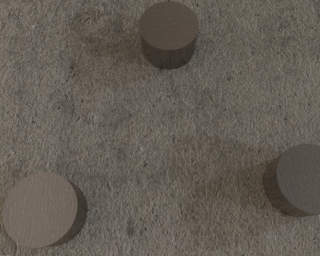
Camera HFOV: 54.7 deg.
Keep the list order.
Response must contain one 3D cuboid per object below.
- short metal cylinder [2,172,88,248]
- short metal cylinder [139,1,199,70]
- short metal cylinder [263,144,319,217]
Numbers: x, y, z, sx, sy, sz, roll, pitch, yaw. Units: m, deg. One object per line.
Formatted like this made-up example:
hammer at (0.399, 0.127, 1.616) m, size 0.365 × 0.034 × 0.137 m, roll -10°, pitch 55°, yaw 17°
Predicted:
short metal cylinder at (-0.130, 0.095, 0.359) m, size 0.081 × 0.050 × 0.080 m, roll 0°, pitch 70°, yaw 0°
short metal cylinder at (0.012, -0.131, 0.443) m, size 0.081 × 0.050 × 0.080 m, roll 0°, pitch 70°, yaw 0°
short metal cylinder at (0.172, 0.064, 0.372) m, size 0.081 × 0.050 × 0.080 m, roll 0°, pitch 70°, yaw 0°
